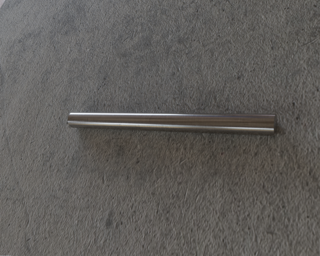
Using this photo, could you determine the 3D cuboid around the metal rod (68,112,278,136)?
[{"bbox_3d":[-0.004,-0.008,0.413,0.300,0.025,0.025,2,63,29],"label":"metal rod"}]
